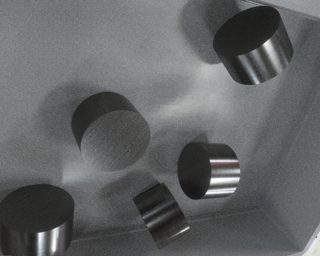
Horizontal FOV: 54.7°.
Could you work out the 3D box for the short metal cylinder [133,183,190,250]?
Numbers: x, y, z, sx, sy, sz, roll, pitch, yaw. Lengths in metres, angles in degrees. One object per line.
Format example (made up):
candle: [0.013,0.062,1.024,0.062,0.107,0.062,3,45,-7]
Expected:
short metal cylinder: [0.001,0.128,0.452,0.050,0.080,0.080,-27,128,-11]

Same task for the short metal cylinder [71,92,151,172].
short metal cylinder: [-0.058,0.004,0.363,0.081,0.050,0.079,-14,124,-21]

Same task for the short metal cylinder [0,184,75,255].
short metal cylinder: [-0.143,0.111,0.363,0.081,0.080,0.050,-3,120,-27]

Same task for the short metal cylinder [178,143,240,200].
short metal cylinder: [0.068,0.061,0.448,0.050,0.080,0.079,3,117,-30]

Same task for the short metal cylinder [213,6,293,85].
short metal cylinder: [0.111,-0.099,0.373,0.080,0.080,0.050,-43,130,2]
